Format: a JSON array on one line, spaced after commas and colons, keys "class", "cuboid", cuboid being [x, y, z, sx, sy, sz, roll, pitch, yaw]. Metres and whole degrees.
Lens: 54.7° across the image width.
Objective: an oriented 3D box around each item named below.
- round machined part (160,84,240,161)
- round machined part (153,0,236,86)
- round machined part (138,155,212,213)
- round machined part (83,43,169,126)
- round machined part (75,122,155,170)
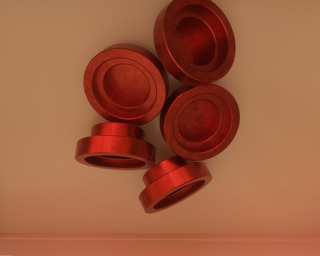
[{"class": "round machined part", "cuboid": [0.046, -0.012, 0.390, 0.099, 0.042, 0.097, -6, 111, -15]}, {"class": "round machined part", "cuboid": [0.035, -0.095, 0.351, 0.099, 0.042, 0.097, 4, 81, -31]}, {"class": "round machined part", "cuboid": [0.016, 0.070, 0.410, 0.098, 0.098, 0.042, -34, 66, 11]}, {"class": "round machined part", "cuboid": [-0.038, -0.054, 0.374, 0.098, 0.042, 0.097, 5, 120, 9]}, {"class": "round machined part", "cuboid": [-0.054, 0.023, 0.391, 0.099, 0.098, 0.042, 3, 71, -2]}]
